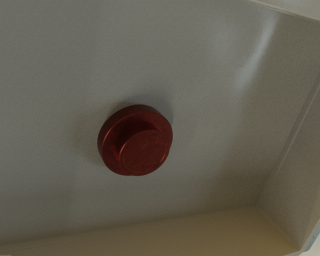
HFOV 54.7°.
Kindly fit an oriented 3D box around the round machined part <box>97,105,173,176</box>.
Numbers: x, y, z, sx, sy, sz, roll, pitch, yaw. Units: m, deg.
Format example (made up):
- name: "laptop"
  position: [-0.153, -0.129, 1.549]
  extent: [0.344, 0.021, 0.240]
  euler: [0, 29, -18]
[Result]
- name: "round machined part"
  position: [-0.027, 0.023, 0.399]
  extent: [0.099, 0.042, 0.097]
  euler: [-14, 125, -21]
